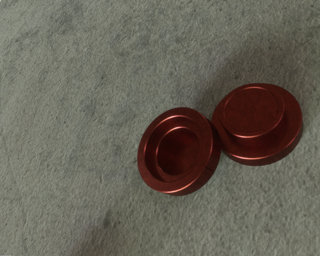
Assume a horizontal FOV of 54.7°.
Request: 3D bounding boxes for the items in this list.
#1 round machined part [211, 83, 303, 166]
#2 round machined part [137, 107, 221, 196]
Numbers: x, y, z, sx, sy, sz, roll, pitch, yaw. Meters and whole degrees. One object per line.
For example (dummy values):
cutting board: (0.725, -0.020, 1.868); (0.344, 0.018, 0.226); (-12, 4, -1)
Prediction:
round machined part: (0.104, -0.011, 0.344); (0.098, 0.042, 0.098); (-13, 56, 20)
round machined part: (0.025, 0.029, 0.353); (0.098, 0.042, 0.098); (-17, 60, 32)
